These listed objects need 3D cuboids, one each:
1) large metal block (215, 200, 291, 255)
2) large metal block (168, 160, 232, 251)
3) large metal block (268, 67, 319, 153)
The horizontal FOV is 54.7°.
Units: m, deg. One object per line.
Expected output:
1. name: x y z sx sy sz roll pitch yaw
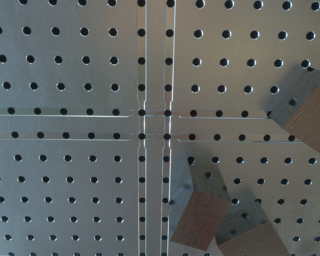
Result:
1. large metal block: 0.136 0.169 0.465 0.080 0.050 0.080 -31 108 10
2. large metal block: 0.050 0.103 0.423 0.050 0.080 0.079 19 109 -7
3. large metal block: 0.204 -0.019 0.396 0.080 0.050 0.080 32 107 -11
